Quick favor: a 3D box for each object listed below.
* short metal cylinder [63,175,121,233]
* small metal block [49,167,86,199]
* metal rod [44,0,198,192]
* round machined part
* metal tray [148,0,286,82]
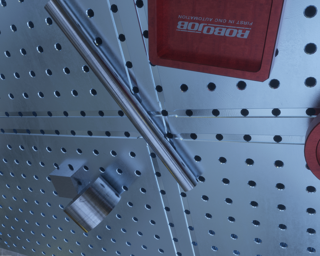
[{"bbox_3d":[-0.110,0.123,0.508,0.050,0.080,0.080,47,129,-5],"label":"short metal cylinder"},{"bbox_3d":[-0.164,0.099,0.556,0.050,0.025,0.050,0,119,27],"label":"small metal block"},{"bbox_3d":[-0.044,-0.037,0.410,0.025,0.025,0.299,-29,103,37],"label":"metal rod"},{"bbox_3d":[0.197,0.015,0.306,0.098,0.042,0.097,13,124,20],"label":"round machined part"},{"bbox_3d":[0.053,-0.103,0.315,0.130,0.030,0.089,13,124,20],"label":"metal tray"}]
